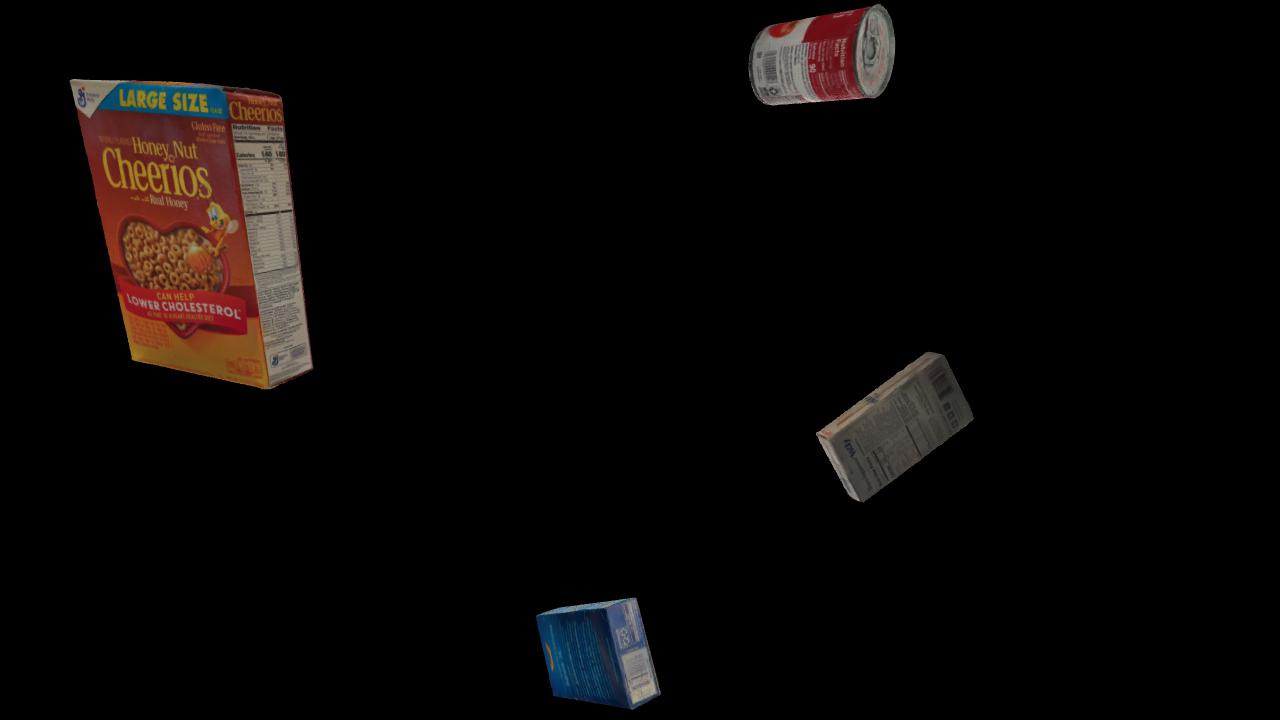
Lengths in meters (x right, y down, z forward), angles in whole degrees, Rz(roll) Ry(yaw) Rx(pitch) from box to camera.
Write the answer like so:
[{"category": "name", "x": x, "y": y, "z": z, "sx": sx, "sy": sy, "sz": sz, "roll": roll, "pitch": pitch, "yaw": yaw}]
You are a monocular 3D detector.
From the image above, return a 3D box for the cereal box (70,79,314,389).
[{"category": "cereal box", "x": -0.476, "y": -0.135, "z": 0.666, "sx": 0.203, "sy": 0.306, "sz": 0.081, "roll": 10, "pitch": 21, "yaw": 15}]

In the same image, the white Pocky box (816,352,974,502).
[{"category": "white Pocky box", "x": 0.261, "y": 0.067, "z": 0.627, "sx": 0.154, "sy": 0.084, "sz": 0.028, "roll": -34, "pitch": 14, "yaw": -9}]

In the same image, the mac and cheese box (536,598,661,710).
[{"category": "mac and cheese box", "x": -0.051, "y": 0.307, "z": 0.648, "sx": 0.041, "sy": 0.093, "sz": 0.184, "roll": -8, "pitch": -17, "yaw": -34}]

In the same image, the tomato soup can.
[{"category": "tomato soup can", "x": 0.152, "y": -0.253, "z": 0.521, "sx": 0.101, "sy": 0.068, "sz": 0.068, "roll": 16, "pitch": 11, "yaw": 43}]
